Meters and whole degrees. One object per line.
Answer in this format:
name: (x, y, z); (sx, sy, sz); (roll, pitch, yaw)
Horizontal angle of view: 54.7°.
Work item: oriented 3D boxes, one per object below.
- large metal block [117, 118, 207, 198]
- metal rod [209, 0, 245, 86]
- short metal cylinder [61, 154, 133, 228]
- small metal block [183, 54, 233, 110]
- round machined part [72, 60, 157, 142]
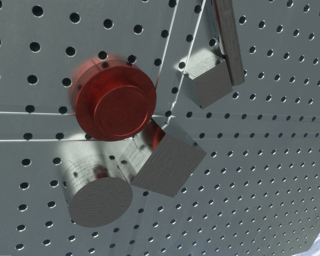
large metal block: (0.003, 0.041, 0.423); (0.080, 0.050, 0.080); (27, 104, -38)
metal rod: (0.060, -0.174, 0.337); (0.025, 0.025, 0.299); (-30, 129, -9)
short metal cylinder: (-0.082, 0.081, 0.402); (0.081, 0.050, 0.079); (-14, 124, -21)
small metal block: (0.064, -0.061, 0.411); (0.050, 0.025, 0.050); (-32, 129, -8)
round machined part: (-0.048, -0.025, 0.359); (0.099, 0.042, 0.097); (-14, 125, -21)
